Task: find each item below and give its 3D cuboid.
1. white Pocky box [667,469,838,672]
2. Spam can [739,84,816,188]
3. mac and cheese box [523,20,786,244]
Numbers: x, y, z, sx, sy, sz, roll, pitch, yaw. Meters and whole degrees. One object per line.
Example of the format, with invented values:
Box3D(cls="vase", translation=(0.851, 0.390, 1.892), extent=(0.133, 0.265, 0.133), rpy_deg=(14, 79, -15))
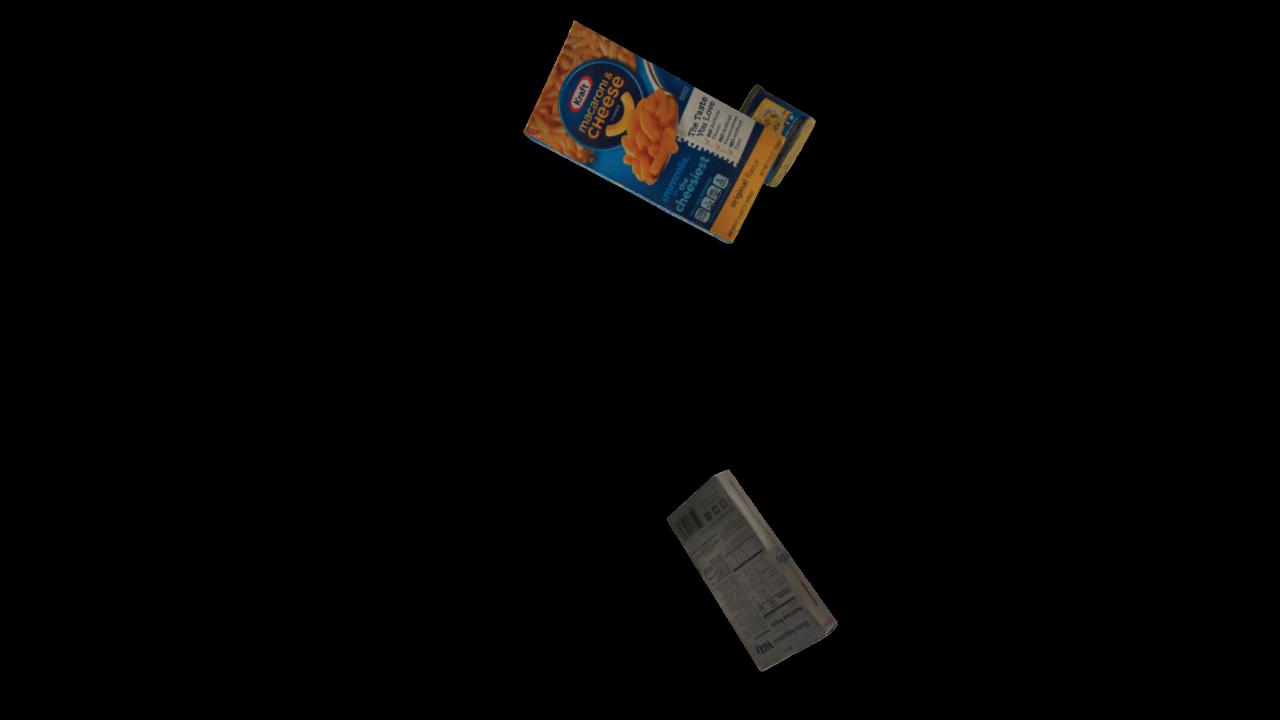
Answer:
Box3D(cls="white Pocky box", translation=(0.092, 0.182, 0.539), extent=(0.028, 0.154, 0.084), rpy_deg=(-8, -34, -48))
Box3D(cls="Spam can", translation=(0.165, -0.289, 0.803), extent=(0.085, 0.101, 0.058), rpy_deg=(36, 25, 15))
Box3D(cls="mac and cheese box", translation=(0.012, -0.175, 0.486), extent=(0.184, 0.093, 0.041), rpy_deg=(26, 11, -5))
